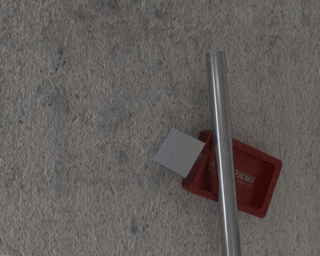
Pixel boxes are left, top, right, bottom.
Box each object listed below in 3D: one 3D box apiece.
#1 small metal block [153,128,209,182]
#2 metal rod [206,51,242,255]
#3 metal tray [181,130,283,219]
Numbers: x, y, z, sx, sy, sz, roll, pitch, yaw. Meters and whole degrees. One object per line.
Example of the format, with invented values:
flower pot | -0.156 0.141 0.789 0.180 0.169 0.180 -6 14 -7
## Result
small metal block | 0.028 0.035 0.405 0.050 0.025 0.050 26 78 25
metal rod | 0.085 0.051 0.408 0.025 0.025 0.298 -6 92 -20
metal tray | 0.106 0.066 0.445 0.131 0.030 0.090 24 82 -19
